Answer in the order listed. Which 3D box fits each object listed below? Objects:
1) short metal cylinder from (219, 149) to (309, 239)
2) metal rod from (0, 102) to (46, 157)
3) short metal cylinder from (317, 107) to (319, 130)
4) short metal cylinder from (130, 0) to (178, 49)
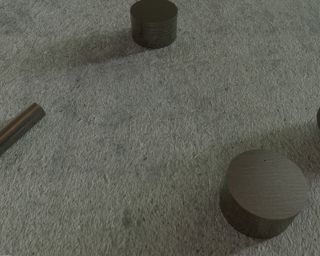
[{"bbox_3d":[0.107,0.070,0.330,0.081,0.050,0.080,0,50,0],"label":"short metal cylinder"},{"bbox_3d":[-0.241,0.074,0.339,0.025,0.025,0.301,24,54,18],"label":"metal rod"},{"bbox_3d":[0.246,-0.016,0.383,0.050,0.080,0.080,-37,59,-27],"label":"short metal cylinder"},{"bbox_3d":[-0.010,-0.183,0.541,0.081,0.050,0.080,0,50,0],"label":"short metal cylinder"}]
